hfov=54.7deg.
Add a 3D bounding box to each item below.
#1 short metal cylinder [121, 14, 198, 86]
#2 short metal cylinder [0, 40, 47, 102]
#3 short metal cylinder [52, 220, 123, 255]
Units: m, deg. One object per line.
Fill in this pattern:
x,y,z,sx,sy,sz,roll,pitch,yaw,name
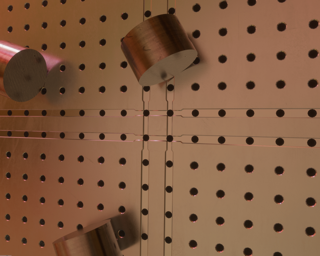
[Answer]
-0.001,-0.094,0.384,0.080,0.080,0.050,-30,80,17,short metal cylinder
-0.217,-0.084,0.460,0.050,0.080,0.080,21,97,19,short metal cylinder
-0.097,0.163,0.417,0.080,0.080,0.050,-23,83,18,short metal cylinder
